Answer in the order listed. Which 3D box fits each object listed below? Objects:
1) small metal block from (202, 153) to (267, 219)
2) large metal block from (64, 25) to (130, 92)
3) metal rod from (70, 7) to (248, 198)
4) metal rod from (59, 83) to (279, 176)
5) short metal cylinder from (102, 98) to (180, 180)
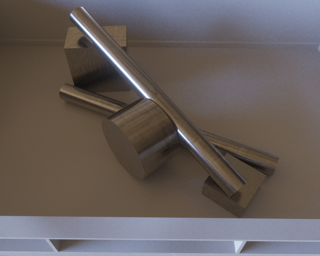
[{"bbox_3d":[0.083,0.064,0.351,0.050,0.025,0.050,31,56,23],"label":"small metal block"},{"bbox_3d":[-0.086,-0.099,0.450,0.081,0.080,0.050,-3,50,-3],"label":"large metal block"},{"bbox_3d":[-0.014,-0.043,0.364,0.025,0.025,0.300,-33,70,-25],"label":"metal rod"},{"bbox_3d":[0.000,-0.004,0.406,0.301,0.025,0.025,20,53,15],"label":"metal rod"},{"bbox_3d":[-0.023,0.012,0.356,0.050,0.080,0.080,-33,58,-25],"label":"short metal cylinder"}]
